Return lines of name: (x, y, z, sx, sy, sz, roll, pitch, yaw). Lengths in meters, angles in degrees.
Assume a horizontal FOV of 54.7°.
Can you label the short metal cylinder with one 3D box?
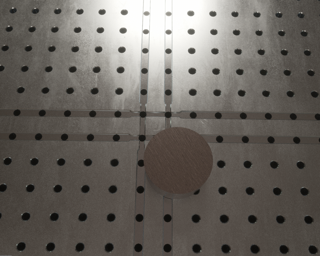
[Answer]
short metal cylinder: (0.021, 0.045, 0.382, 0.081, 0.050, 0.080, 0, 70, 0)
